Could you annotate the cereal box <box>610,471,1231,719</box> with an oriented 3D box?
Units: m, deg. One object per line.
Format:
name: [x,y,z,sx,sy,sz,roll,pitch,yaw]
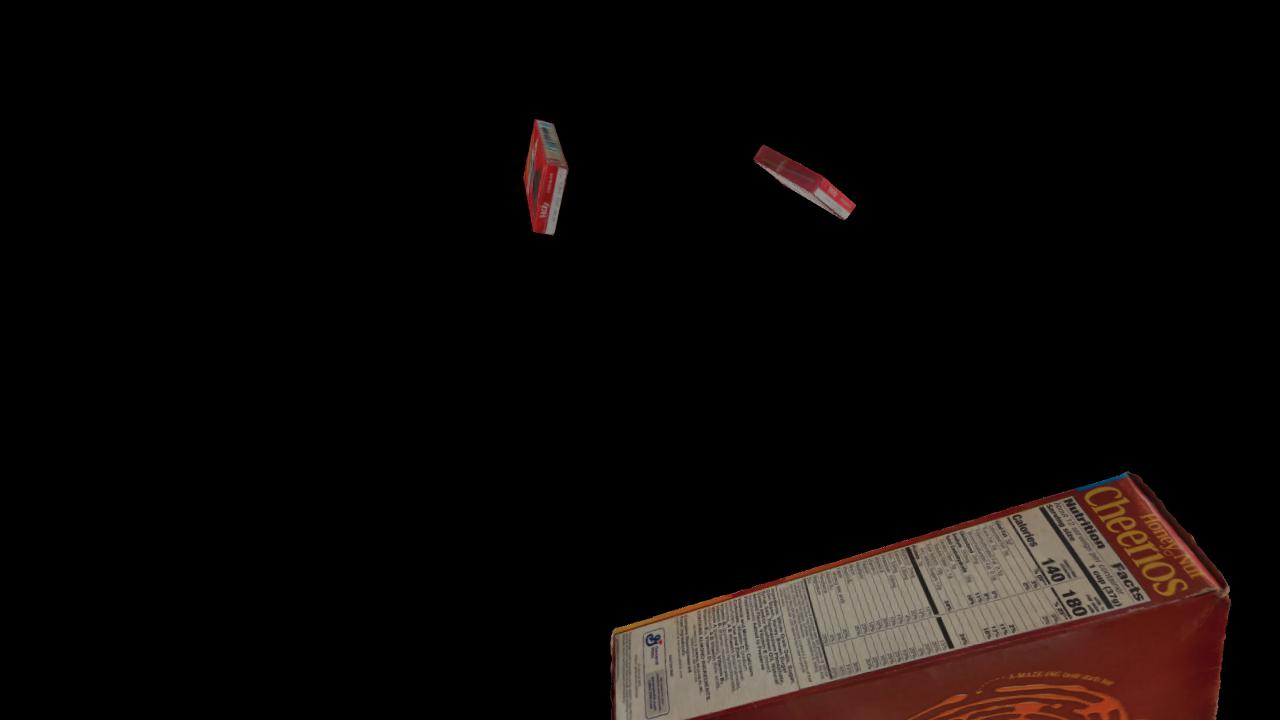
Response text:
cereal box: [0.162,0.201,0.376,0.306,0.203,0.081,-24,34,15]

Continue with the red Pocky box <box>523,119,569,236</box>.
red Pocky box: [-0.114,-0.218,0.726,0.028,0.083,0.155,5,36,-19]

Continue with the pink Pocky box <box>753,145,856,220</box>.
pink Pocky box: [0.235,-0.259,0.891,0.084,0.029,0.155,23,20,-37]
